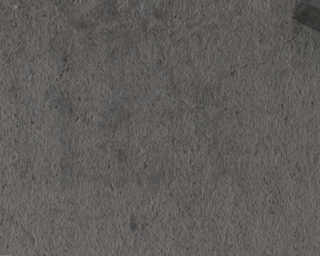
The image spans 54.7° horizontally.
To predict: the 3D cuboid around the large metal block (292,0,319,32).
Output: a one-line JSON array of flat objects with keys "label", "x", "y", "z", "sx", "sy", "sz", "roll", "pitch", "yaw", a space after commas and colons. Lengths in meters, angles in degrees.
[{"label": "large metal block", "x": 0.235, "y": -0.168, "z": 0.399, "sx": 0.080, "sy": 0.050, "sz": 0.080, "roll": 27, "pitch": 90, "yaw": 0}]
